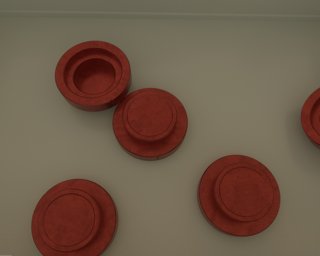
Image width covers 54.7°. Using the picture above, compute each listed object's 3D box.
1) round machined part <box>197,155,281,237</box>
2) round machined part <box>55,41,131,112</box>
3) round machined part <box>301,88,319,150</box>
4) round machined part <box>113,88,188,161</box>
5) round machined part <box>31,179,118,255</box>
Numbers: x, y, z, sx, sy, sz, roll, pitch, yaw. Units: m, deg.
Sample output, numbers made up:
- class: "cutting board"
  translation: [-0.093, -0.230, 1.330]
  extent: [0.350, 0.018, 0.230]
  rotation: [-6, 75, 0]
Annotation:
- class: "round machined part"
  translation: [0.096, 0.079, 0.373]
  extent: [0.099, 0.042, 0.098]
  rotation: [0, 70, -1]
- class: "round machined part"
  translation: [-0.088, -0.066, 0.424]
  extent: [0.099, 0.042, 0.098]
  rotation: [0, 70, 0]
- class: "round machined part"
  translation: [0.235, -0.009, 0.391]
  extent: [0.098, 0.042, 0.098]
  rotation: [-16, 58, 28]
- class: "round machined part"
  translation: [-0.013, -0.009, 0.404]
  extent: [0.099, 0.042, 0.098]
  rotation: [0, 70, -1]
- class: "round machined part"
  translation: [-0.100, 0.107, 0.360]
  extent: [0.099, 0.042, 0.098]
  rotation: [0, 70, -1]
